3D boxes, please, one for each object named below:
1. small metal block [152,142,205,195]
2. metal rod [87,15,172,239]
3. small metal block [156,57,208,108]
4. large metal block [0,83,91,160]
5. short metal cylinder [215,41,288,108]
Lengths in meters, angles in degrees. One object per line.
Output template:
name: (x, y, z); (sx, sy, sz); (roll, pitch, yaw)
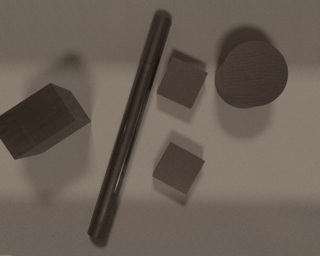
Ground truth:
small metal block: (0.024, 0.053, 0.412); (0.050, 0.025, 0.050); (29, 90, -1)
metal rod: (-0.040, -0.001, 0.410); (0.025, 0.025, 0.298); (17, 90, -1)
small metal block: (0.029, -0.059, 0.412); (0.050, 0.025, 0.050); (25, 90, -1)
large metal block: (-0.141, -0.008, 0.382); (0.080, 0.080, 0.050); (-33, 90, 0)
short metal cylinder: (0.115, -0.066, 0.400); (0.081, 0.050, 0.079); (0, 90, -1)
